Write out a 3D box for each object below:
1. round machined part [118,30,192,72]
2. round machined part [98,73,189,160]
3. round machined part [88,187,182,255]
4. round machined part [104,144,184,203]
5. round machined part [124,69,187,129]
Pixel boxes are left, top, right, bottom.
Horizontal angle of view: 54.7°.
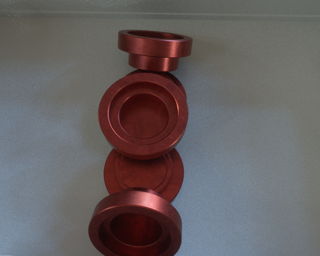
[{"bbox_3d":[-0.008,-0.104,0.417,0.099,0.098,0.042,7,113,2],"label":"round machined part"},{"bbox_3d":[-0.018,-0.011,0.357,0.099,0.042,0.098,0,70,-1],"label":"round machined part"},{"bbox_3d":[-0.025,0.104,0.341,0.099,0.097,0.042,6,33,2],"label":"round machined part"},{"bbox_3d":[-0.020,0.053,0.379,0.099,0.042,0.098,0,70,-1],"label":"round machined part"},{"bbox_3d":[-0.014,-0.039,0.413,0.099,0.042,0.098,0,70,-1],"label":"round machined part"}]
